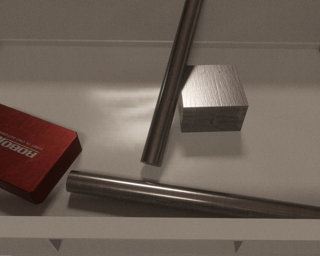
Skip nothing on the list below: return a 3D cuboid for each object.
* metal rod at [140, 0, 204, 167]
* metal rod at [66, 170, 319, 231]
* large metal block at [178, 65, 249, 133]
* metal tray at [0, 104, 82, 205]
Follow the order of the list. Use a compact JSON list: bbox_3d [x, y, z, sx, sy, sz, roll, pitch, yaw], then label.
[{"bbox_3d":[0.026,-0.097,0.407,0.025,0.025,0.299,13,76,10],"label":"metal rod"},{"bbox_3d":[0.047,0.080,0.338,0.302,0.025,0.025,7,51,5],"label":"metal rod"},{"bbox_3d":[0.067,-0.041,0.424,0.081,0.050,0.080,-2,50,-2],"label":"large metal block"},{"bbox_3d":[-0.175,0.027,0.377,0.130,0.030,0.090,19,52,15],"label":"metal tray"}]
